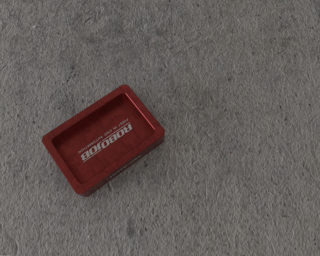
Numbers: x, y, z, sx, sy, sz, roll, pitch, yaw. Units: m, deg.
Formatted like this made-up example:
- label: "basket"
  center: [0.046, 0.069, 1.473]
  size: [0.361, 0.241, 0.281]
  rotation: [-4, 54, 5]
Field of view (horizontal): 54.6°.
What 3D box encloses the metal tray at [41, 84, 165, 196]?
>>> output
- label: "metal tray"
  center: [-0.070, 0.014, 0.399]
  size: [0.130, 0.030, 0.090]
  rotation: [-35, 74, -12]
